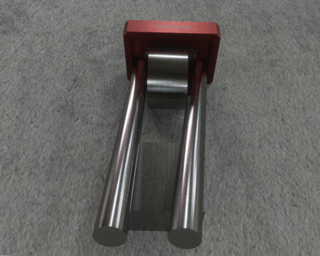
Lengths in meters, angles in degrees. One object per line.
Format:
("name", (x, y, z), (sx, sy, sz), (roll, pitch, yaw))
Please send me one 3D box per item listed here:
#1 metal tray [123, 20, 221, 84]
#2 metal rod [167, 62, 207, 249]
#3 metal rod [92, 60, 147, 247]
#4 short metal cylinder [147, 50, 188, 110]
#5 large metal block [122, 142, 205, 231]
("metal tray", (0.016, -0.109, 0.454), (0.131, 0.089, 0.030), (2, 50, 1))
("metal rod", (0.039, -0.004, 0.348), (0.025, 0.025, 0.301), (7, 35, 5))
("metal rod", (-0.032, -0.006, 0.350), (0.025, 0.025, 0.300), (2, 35, 1))
("short metal cylinder", (0.010, -0.065, 0.425), (0.050, 0.080, 0.080), (2, 50, 1))
("large metal block", (0.003, 0.062, 0.333), (0.081, 0.050, 0.080), (1, 50, 1))
